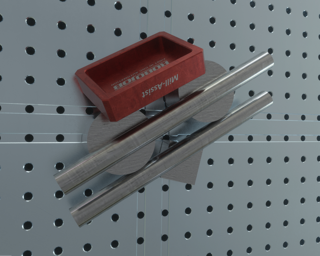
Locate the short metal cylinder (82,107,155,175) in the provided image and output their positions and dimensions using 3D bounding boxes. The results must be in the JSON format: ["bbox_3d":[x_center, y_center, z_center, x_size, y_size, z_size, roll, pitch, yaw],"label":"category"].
[{"bbox_3d":[-0.052,0.014,0.381,0.081,0.050,0.079,0,90,-21],"label":"short metal cylinder"}]

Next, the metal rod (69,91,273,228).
[{"bbox_3d":[0.028,0.030,0.396,0.302,0.025,0.025,-30,100,-18],"label":"metal rod"}]

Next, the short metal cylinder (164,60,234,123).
[{"bbox_3d":[0.052,-0.047,0.420,0.081,0.050,0.079,0,90,-21],"label":"short metal cylinder"}]

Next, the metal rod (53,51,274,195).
[{"bbox_3d":[0.019,-0.016,0.366,0.302,0.025,0.025,-31,101,-18],"label":"metal rod"}]

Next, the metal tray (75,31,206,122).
[{"bbox_3d":[-0.023,-0.067,0.369,0.131,0.090,0.030,-30,132,-18],"label":"metal tray"}]

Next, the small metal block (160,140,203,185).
[{"bbox_3d":[0.026,0.047,0.422,0.050,0.025,0.050,16,85,-20],"label":"small metal block"}]
